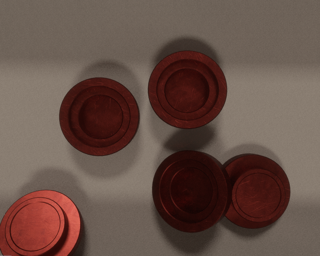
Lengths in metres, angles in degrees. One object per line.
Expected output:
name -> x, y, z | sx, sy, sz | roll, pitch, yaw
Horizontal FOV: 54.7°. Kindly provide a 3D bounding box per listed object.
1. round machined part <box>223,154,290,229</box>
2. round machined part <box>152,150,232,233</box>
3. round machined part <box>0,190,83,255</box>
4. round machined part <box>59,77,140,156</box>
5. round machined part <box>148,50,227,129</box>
round machined part -> 0.122, 0.084, 0.405 | 0.099, 0.042, 0.097 | 0, 90, -1
round machined part -> 0.043, 0.077, 0.390 | 0.098, 0.042, 0.097 | -4, 81, 28
round machined part -> -0.148, 0.124, 0.382 | 0.099, 0.042, 0.098 | 2, 63, -4
round machined part -> -0.075, -0.014, 0.402 | 0.099, 0.042, 0.097 | 0, 90, -1
round machined part -> 0.034, -0.048, 0.403 | 0.099, 0.042, 0.097 | 0, 90, -1
